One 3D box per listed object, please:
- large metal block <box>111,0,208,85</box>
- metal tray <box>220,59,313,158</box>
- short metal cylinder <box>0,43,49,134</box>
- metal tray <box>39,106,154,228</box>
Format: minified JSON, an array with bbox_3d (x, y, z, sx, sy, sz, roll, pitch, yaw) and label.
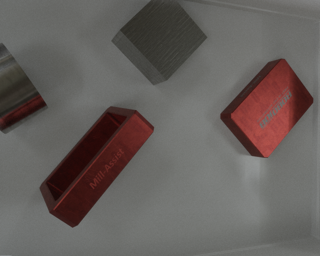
[{"bbox_3d":[-0.001,-0.114,0.398,0.080,0.050,0.080,45,76,-15],"label":"large metal block"},{"bbox_3d":[0.165,-0.030,0.471,0.130,0.030,0.090,-46,105,-15],"label":"metal tray"},{"bbox_3d":[-0.162,-0.040,0.322,0.050,0.080,0.080,-36,102,-17],"label":"short metal cylinder"},{"bbox_3d":[-0.073,0.035,0.347,0.030,0.090,0.130,45,76,-25],"label":"metal tray"}]
